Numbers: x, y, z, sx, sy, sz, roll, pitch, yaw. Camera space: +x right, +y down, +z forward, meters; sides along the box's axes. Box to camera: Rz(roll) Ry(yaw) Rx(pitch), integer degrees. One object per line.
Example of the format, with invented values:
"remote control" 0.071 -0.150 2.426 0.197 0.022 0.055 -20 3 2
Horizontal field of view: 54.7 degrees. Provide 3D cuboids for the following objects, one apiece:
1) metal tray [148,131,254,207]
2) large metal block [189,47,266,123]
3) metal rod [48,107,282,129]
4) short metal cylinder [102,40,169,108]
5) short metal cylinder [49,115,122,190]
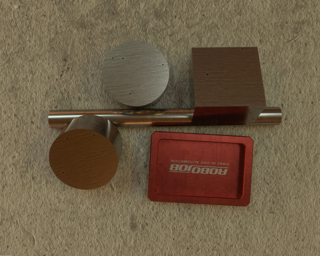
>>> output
"metal tray" 0.052 0.052 0.408 0.131 0.030 0.089 3 90 0
"large metal block" 0.080 -0.053 0.387 0.081 0.050 0.080 -1 69 0
"metal rod" 0.007 -0.014 0.412 0.302 0.025 0.025 -1 90 0
"short metal cylinder" -0.029 -0.066 0.398 0.081 0.050 0.080 0 90 0
"short metal cylinder" -0.089 0.029 0.386 0.081 0.050 0.079 0 111 -1
